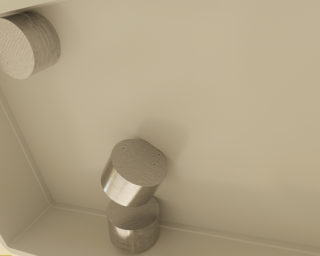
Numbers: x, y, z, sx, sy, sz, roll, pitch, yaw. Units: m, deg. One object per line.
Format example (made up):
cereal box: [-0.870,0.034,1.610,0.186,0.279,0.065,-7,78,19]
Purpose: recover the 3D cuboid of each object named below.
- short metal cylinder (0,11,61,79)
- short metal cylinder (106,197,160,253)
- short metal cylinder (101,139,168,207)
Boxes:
short metal cylinder: [-0.184,-0.113,0.420,0.080,0.050,0.079,13,124,21]
short metal cylinder: [-0.041,0.145,0.484,0.080,0.080,0.050,13,124,21]
short metal cylinder: [-0.036,0.061,0.430,0.080,0.080,0.050,34,129,6]
